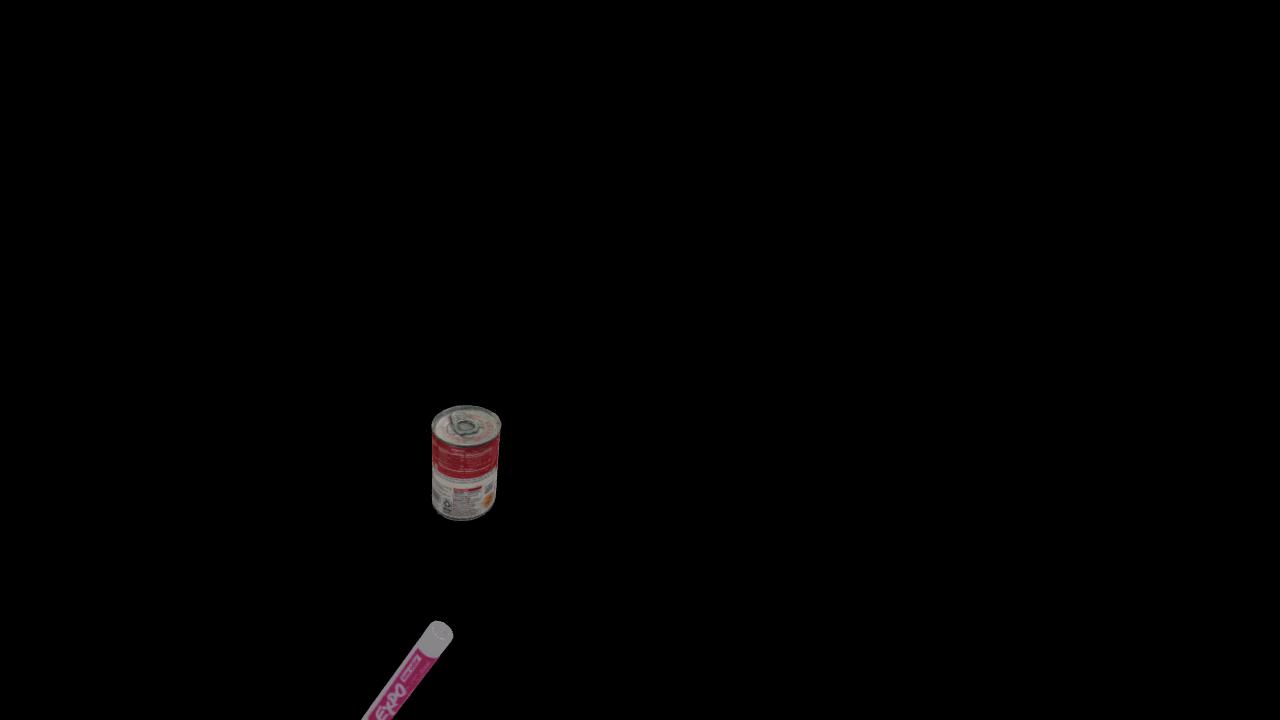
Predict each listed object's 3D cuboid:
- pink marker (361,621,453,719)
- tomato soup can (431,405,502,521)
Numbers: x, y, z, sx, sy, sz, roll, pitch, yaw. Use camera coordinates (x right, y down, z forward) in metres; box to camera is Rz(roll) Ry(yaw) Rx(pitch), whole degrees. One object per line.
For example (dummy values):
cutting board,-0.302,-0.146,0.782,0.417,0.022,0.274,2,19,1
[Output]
pink marker,-0.171,0.232,0.425,0.020,0.121,0.020,36,6,-5
tomato soup can,-0.179,0.107,0.633,0.068,0.101,0.068,8,29,-5
